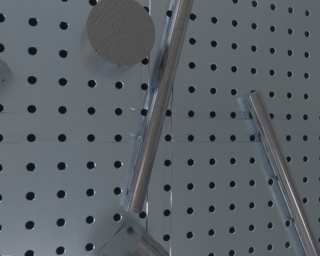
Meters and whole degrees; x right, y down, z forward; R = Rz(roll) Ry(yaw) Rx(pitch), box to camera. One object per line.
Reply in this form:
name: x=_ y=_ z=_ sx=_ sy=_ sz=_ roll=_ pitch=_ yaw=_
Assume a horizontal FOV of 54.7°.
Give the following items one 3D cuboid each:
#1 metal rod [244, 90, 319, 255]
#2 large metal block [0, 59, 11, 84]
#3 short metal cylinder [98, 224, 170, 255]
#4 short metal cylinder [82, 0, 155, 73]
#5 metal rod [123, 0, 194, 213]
metal rod: x=0.198 y=0.083 z=0.485 sx=0.025 sy=0.025 sz=0.299 roll=-27 pitch=99 yaw=-18
large metal block: x=-0.218 y=-0.056 z=0.319 sx=0.080 sy=0.050 sz=0.080 roll=36 pitch=78 yaw=-17
short metal cylinder: x=-0.035 y=0.163 z=0.371 sx=0.080 sy=0.080 sz=0.050 roll=-46 pitch=105 yaw=-14
short metal cylinder: x=-0.052 y=-0.112 z=0.380 sx=0.081 sy=0.050 sz=0.079 roll=0 pitch=90 yaw=-20
metal rod: x=0.000 y=-0.038 z=0.412 sx=0.025 sy=0.025 sz=0.299 roll=16 pitch=85 yaw=-20
